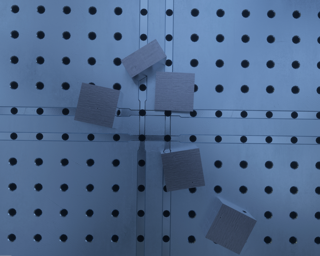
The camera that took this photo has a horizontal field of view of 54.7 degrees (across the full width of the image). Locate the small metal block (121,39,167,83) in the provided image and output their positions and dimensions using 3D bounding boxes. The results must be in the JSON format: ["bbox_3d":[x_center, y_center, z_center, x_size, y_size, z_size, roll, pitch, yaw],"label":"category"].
[{"bbox_3d":[-0.020,-0.085,0.401,0.050,0.050,0.025,-32,90,0],"label":"small metal block"}]

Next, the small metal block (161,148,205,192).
[{"bbox_3d":[0.030,0.054,0.414,0.050,0.025,0.050,-9,90,-1],"label":"small metal block"}]

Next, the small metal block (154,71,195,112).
[{"bbox_3d":[0.019,-0.047,0.414,0.050,0.025,0.050,3,90,-1],"label":"small metal block"}]

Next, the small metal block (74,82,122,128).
[{"bbox_3d":[-0.081,-0.029,0.412,0.050,0.025,0.050,12,90,-1],"label":"small metal block"}]

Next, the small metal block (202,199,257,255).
[{"bbox_3d":[0.092,0.131,0.415,0.050,0.025,0.050,27,90,-1],"label":"small metal block"}]
